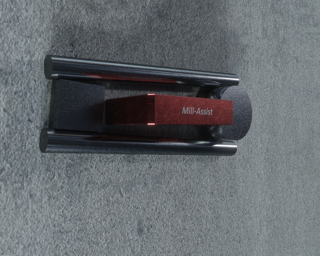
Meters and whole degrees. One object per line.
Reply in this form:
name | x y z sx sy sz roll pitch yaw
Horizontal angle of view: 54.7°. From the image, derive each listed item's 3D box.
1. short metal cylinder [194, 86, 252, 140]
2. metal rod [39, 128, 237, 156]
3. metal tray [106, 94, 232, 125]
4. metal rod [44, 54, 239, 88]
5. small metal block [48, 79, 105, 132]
short metal cylinder | 0.095 -0.022 0.469 0.081 0.050 0.079 0 90 -40
metal rod | -0.001 0.023 0.406 0.302 0.025 0.025 5 87 -40
metal tray | 0.013 -0.019 0.373 0.131 0.090 0.030 0 90 -40
metal rod | 0.003 -0.069 0.409 0.302 0.025 0.025 -4 93 -40
small metal block | -0.089 -0.023 0.332 0.050 0.025 0.050 5 87 -40
